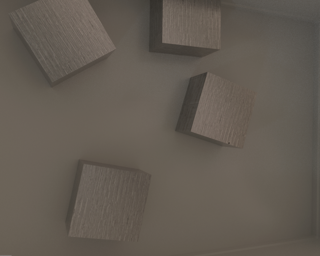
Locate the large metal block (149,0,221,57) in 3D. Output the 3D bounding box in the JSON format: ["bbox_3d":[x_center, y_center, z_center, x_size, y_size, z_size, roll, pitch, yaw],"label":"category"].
[{"bbox_3d":[0.032,-0.142,0.410,0.081,0.050,0.079,1,90,-21],"label":"large metal block"}]

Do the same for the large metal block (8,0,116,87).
[{"bbox_3d":[-0.111,-0.103,0.357,0.080,0.050,0.080,-33,101,-17],"label":"large metal block"}]

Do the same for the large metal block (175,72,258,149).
[{"bbox_3d":[0.077,-0.022,0.427,0.081,0.050,0.080,18,84,-20],"label":"large metal block"}]

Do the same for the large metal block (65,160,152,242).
[{"bbox_3d":[-0.063,0.086,0.375,0.081,0.050,0.080,13,86,-20],"label":"large metal block"}]
